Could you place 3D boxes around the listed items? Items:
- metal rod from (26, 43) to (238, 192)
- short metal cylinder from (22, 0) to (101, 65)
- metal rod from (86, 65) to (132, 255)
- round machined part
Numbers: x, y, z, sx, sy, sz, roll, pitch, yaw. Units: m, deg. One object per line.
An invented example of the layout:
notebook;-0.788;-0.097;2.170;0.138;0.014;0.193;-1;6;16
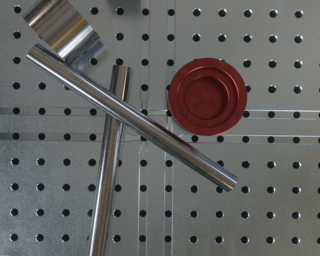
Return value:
metal rod;-0.028;-0.008;0.391;0.301;0.025;0.025;34;90;-9
short metal cylinder;-0.120;-0.125;0.385;0.050;0.080;0.080;-44;90;0
metal rod;-0.071;0.066;0.412;0.025;0.025;0.298;8;90;0
round machined part;0.059;-0.039;0.405;0.099;0.042;0.097;0;90;0
